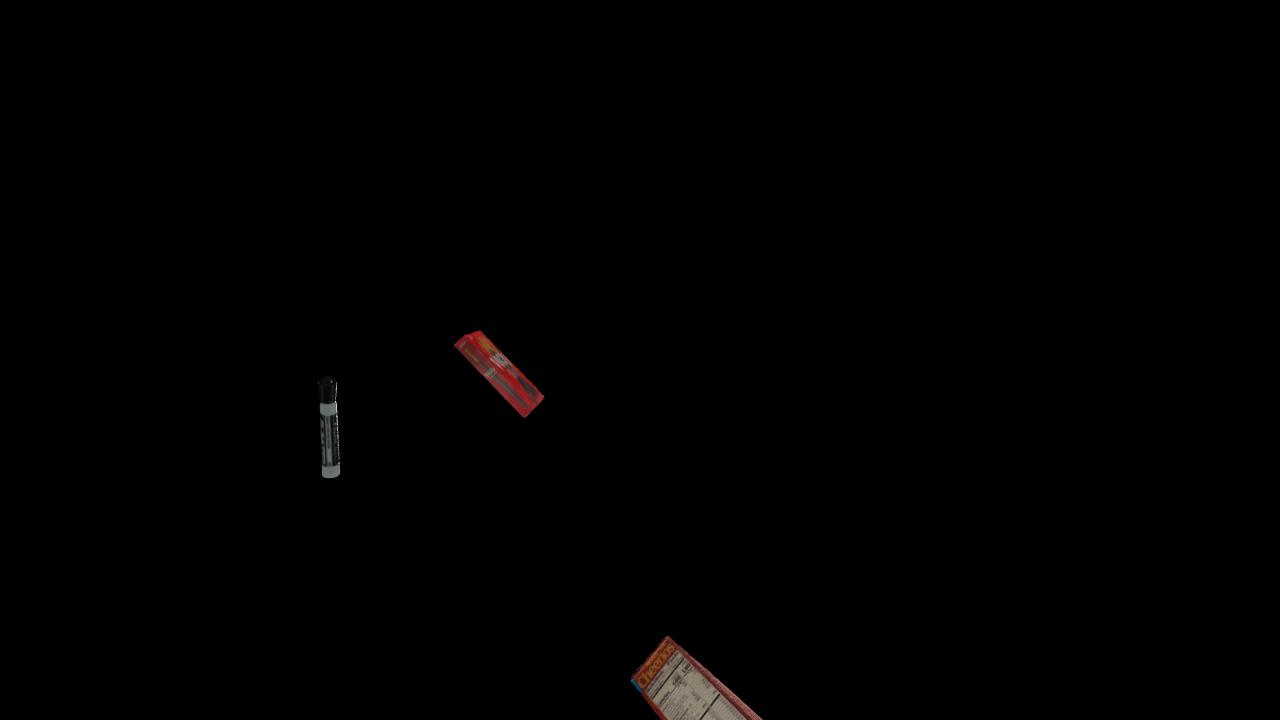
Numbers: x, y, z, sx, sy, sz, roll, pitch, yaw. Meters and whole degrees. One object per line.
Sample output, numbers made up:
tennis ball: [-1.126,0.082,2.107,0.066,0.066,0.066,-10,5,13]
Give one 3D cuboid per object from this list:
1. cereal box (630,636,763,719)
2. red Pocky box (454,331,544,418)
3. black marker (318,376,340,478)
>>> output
cereal box: [0.139,0.451,0.663,0.081,0.203,0.306,-47,28,-16]
red Pocky box: [-0.218,0.020,0.965,0.028,0.155,0.083,-42,5,8]
black marker: [-0.348,0.075,0.688,0.020,0.121,0.020,7,19,-2]
